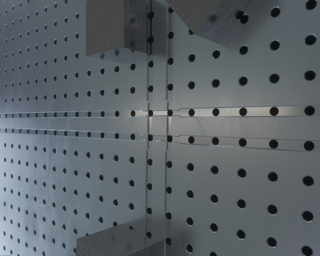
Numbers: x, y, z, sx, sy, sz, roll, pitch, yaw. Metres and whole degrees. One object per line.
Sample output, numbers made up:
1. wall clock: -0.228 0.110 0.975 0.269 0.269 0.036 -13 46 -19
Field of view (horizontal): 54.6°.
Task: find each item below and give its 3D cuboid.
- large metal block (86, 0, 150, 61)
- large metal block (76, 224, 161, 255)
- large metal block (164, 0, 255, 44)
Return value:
1. large metal block: -0.061 -0.144 0.445 0.080 0.050 0.080 1 91 40
2. large metal block: -0.056 0.177 0.422 0.080 0.081 0.050 7 94 40
3. large metal block: 0.056 -0.156 0.348 0.080 0.050 0.080 -49 61 29
